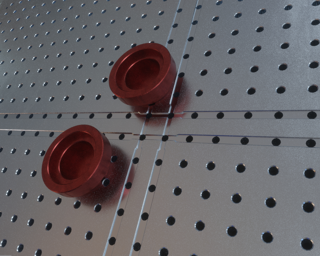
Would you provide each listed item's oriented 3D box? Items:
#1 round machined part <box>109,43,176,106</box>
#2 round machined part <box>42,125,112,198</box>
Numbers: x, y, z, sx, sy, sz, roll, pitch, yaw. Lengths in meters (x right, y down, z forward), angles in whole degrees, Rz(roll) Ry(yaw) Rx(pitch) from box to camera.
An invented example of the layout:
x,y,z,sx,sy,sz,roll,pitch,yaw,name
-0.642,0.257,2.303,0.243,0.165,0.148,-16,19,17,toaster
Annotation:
x,y,z,sx,sy,sz,roll,pitch,yaw,name
-0.022,-0.073,0.452,0.098,0.042,0.098,-13,56,20,round machined part
-0.108,0.048,0.423,0.098,0.042,0.098,-13,56,20,round machined part
